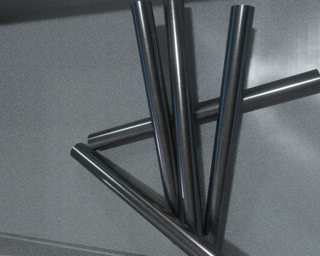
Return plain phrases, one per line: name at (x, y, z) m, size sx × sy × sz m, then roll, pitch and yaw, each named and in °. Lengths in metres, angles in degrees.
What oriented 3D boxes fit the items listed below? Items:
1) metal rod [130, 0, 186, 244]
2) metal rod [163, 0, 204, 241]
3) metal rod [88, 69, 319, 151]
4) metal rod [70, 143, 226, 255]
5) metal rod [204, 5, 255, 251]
metal rod at (0.003, 0.000, 0.382) m, size 0.025 × 0.025 × 0.298 m, roll -7°, pitch 98°, yaw 19°
metal rod at (0.028, -0.016, 0.372) m, size 0.025 × 0.025 × 0.298 m, roll -5°, pitch 92°, yaw 19°
metal rod at (0.041, -0.017, 0.395) m, size 0.301 × 0.025 × 0.025 m, roll -15°, pitch 85°, yaw 18°
metal rod at (-0.010, 0.101, 0.378) m, size 0.300 × 0.025 × 0.025 m, roll 32°, pitch 101°, yaw 30°
metal rod at (0.076, 0.015, 0.362) m, size 0.025 × 0.025 × 0.298 m, roll 9°, pitch 101°, yaw 19°
